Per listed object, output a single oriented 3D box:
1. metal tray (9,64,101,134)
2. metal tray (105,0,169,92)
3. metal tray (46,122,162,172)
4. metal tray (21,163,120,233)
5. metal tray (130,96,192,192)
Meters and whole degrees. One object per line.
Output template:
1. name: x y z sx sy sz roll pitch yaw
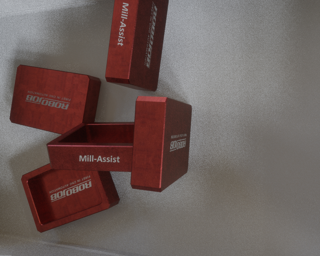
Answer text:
1. metal tray: -0.158 -0.041 0.464 0.130 0.030 0.089 12 94 19
2. metal tray: -0.025 -0.115 0.384 0.030 0.090 0.129 9 93 20
3. metal tray: -0.054 0.020 0.375 0.130 0.090 0.030 0 108 15
4. metal tray: -0.133 0.090 0.454 0.130 0.030 0.090 -23 82 18
5. metal tray: 0.007 0.014 0.351 0.030 0.130 0.089 4 92 16
